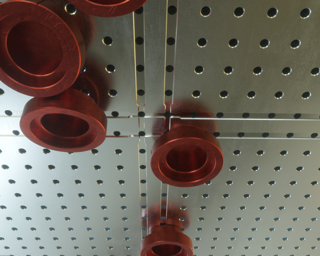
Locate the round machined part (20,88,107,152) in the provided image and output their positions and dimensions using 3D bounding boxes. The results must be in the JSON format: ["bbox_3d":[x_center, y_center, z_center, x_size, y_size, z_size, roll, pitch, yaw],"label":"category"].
[{"bbox_3d":[-0.114,-0.012,0.378,0.099,0.042,0.098,-1,146,0],"label":"round machined part"}]

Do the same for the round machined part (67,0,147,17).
[{"bbox_3d":[-0.047,-0.152,0.270,0.099,0.042,0.097,-1,130,0],"label":"round machined part"}]

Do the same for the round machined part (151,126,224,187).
[{"bbox_3d":[0.036,0.036,0.432,0.099,0.042,0.097,-1,130,0],"label":"round machined part"}]

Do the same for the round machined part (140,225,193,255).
[{"bbox_3d":[0.012,0.221,0.589,0.099,0.042,0.097,-1,130,0],"label":"round machined part"}]

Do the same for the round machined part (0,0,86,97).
[{"bbox_3d":[-0.126,-0.084,0.321,0.099,0.042,0.097,1,122,2],"label":"round machined part"}]
